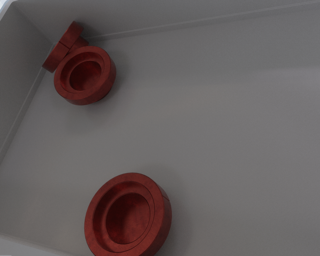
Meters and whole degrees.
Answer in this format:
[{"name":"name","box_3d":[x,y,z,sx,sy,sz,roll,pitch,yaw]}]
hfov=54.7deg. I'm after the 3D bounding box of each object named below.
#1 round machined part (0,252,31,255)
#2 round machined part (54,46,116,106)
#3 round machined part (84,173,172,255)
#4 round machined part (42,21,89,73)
[{"name":"round machined part","box_3d":[-0.175,0.202,0.366,0.098,0.042,0.098,-13,56,21]},{"name":"round machined part","box_3d":[-0.115,-0.079,0.497,0.098,0.042,0.098,-7,65,15]},{"name":"round machined part","box_3d":[-0.031,0.103,0.347,0.098,0.042,0.098,-14,55,20]},{"name":"round machined part","box_3d":[-0.161,-0.136,0.546,0.098,0.042,0.098,-43,26,27]}]
